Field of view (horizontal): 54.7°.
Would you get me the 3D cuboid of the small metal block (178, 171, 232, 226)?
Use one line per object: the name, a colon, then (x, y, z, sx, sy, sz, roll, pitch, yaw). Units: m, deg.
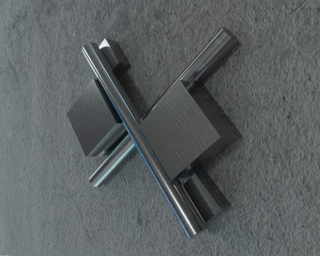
small metal block: (0.048, 0.087, 0.368, 0.050, 0.025, 0.050, -50, 61, 28)

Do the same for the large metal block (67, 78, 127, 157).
large metal block: (-0.083, -0.014, 0.457, 0.080, 0.050, 0.080, -44, 64, 31)

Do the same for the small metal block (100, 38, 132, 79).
small metal block: (-0.077, -0.098, 0.471, 0.050, 0.025, 0.050, -45, 63, 31)

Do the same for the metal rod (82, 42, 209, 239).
metal rod: (-0.031, -0.001, 0.398, 0.025, 0.025, 0.299, -47, 62, 30)

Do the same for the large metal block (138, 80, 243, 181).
large metal block: (0.033, 0.003, 0.363, 0.080, 0.050, 0.080, -47, 62, 30)

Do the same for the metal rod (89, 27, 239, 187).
metal rod: (-0.011, -0.010, 0.417, 0.299, 0.025, 0.025, -46, 63, 30)
